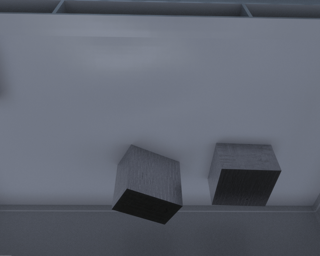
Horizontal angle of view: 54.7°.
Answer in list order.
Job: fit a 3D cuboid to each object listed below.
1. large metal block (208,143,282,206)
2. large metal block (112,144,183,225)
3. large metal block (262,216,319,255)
[{"bbox_3d":[0.119,0.069,0.454,0.081,0.050,0.079,2,130,-3],"label":"large metal block"},{"bbox_3d":[-0.017,0.080,0.441,0.080,0.080,0.050,22,127,-18],"label":"large metal block"},{"bbox_3d":[0.256,0.221,0.588,0.080,0.050,0.080,-33,123,24],"label":"large metal block"}]
